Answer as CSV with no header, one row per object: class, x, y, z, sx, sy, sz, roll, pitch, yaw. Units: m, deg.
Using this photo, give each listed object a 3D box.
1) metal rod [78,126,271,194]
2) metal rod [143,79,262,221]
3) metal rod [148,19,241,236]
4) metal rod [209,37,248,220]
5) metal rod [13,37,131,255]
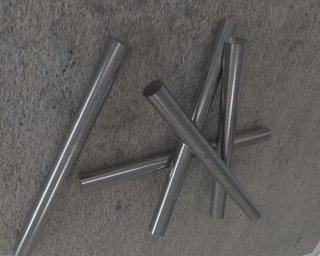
metal rod,0.036,0.041,0.451,0.302,0.025,0.025,-13,124,-22
metal rod,0.072,0.048,0.413,0.025,0.025,0.300,-42,126,0
metal rod,0.040,0.009,0.409,0.025,0.025,0.298,9,106,-33
metal rod,0.091,0.023,0.435,0.025,0.025,0.298,-16,127,-19
metal rod,-0.111,0.035,0.367,0.025,0.025,0.298,18,109,-35
